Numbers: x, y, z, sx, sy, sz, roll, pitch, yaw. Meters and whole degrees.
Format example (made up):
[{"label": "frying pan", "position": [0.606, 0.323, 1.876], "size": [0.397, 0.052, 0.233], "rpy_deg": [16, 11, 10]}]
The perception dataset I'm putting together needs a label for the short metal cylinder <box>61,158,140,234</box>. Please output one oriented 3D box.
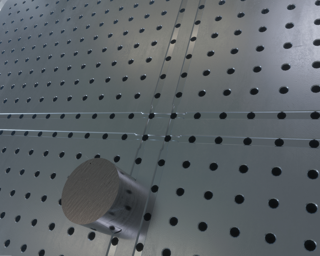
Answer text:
[{"label": "short metal cylinder", "position": [-0.072, 0.083, 0.380], "size": [0.080, 0.050, 0.080], "rpy_deg": [-13, 56, 21]}]
